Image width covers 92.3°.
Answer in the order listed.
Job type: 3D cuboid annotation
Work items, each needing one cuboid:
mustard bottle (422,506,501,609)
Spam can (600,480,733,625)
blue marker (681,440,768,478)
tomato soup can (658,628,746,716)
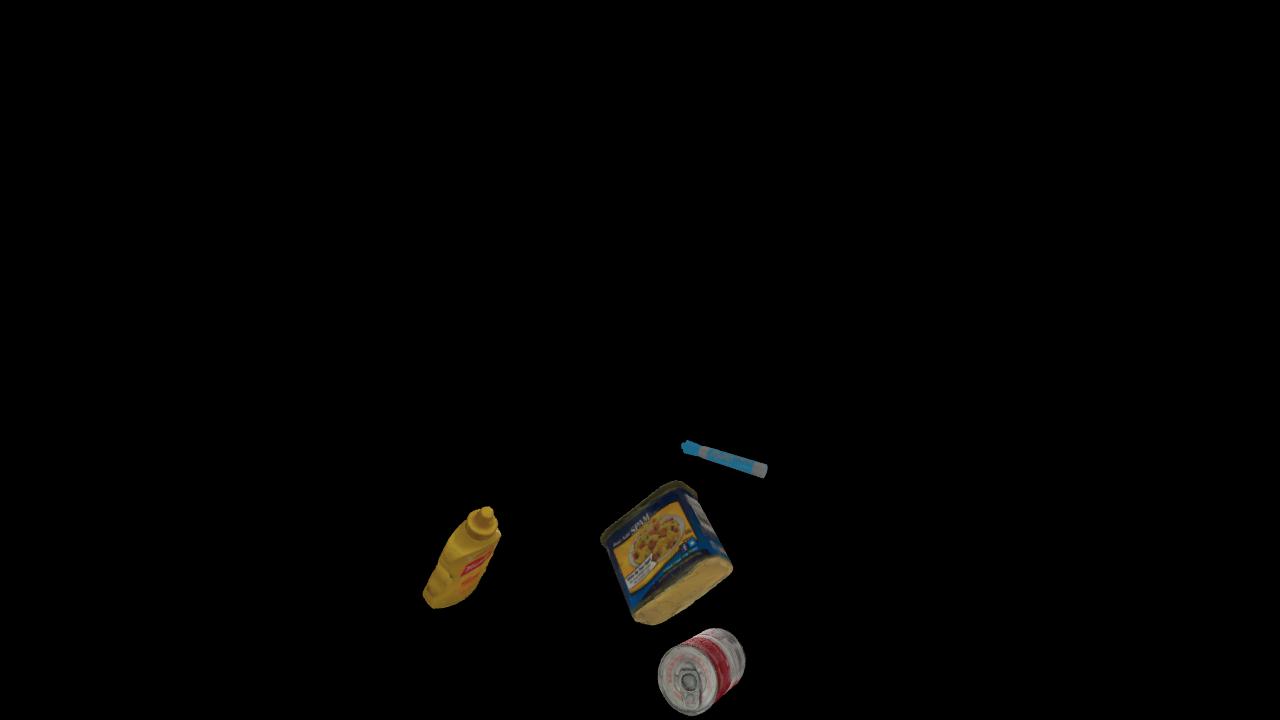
[{"bbox_3d":[-0.241,0.268,0.862,0.092,0.184,0.054,-12,49,-48],"label":"mustard bottle"},{"bbox_3d":[0.023,0.177,0.563,0.058,0.101,0.085,40,14,-43],"label":"Spam can"},{"bbox_3d":[0.110,0.131,0.821,0.121,0.020,0.020,14,7,28],"label":"blue marker"},{"bbox_3d":[0.070,0.338,0.677,0.068,0.068,0.101,0,-11,27],"label":"tomato soup can"}]
